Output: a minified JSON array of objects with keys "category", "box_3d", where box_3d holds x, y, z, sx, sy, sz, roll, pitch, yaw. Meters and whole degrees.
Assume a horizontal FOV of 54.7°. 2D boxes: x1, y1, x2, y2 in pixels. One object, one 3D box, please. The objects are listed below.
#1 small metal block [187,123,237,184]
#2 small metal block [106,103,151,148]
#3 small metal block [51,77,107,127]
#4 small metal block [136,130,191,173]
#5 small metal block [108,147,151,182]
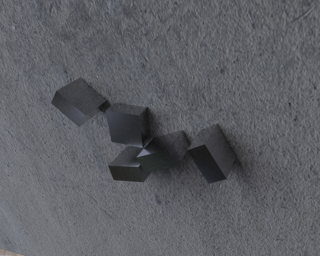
[{"category":"small metal block","box_3d":[0.064,0.030,0.376,0.025,0.050,0.050,-24,106,36]},{"category":"small metal block","box_3d":[-0.043,-0.004,0.427,0.050,0.025,0.050,9,123,23]},{"category":"small metal block","box_3d":[-0.110,-0.036,0.426,0.050,0.050,0.025,40,129,0]},{"category":"small metal block","box_3d":[0.006,0.031,0.407,0.050,0.050,0.025,-17,110,34]},{"category":"small metal block","box_3d":[-0.036,0.051,0.441,0.050,0.050,0.025,-2,117,29]}]
